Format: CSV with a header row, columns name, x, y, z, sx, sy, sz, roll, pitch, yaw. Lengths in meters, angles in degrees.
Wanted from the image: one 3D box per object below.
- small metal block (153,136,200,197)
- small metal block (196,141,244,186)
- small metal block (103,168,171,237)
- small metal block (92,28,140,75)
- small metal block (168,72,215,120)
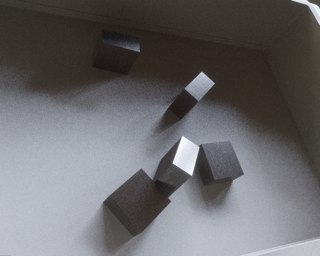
name,x,y,z,sx,sy,sz,roll,pitch,yaw
small metal block,0.018,0.046,0.365,0.025,0.050,0.050,34,38,-7
small metal block,0.078,0.047,0.419,0.050,0.025,0.050,-4,64,-30
small metal block,-0.025,0.082,0.342,0.050,0.025,0.050,48,52,5
small metal block,-0.060,-0.102,0.419,0.050,0.050,0.025,9,58,-23
small metal block,0.045,-0.046,0.441,0.025,0.050,0.050,43,51,1
